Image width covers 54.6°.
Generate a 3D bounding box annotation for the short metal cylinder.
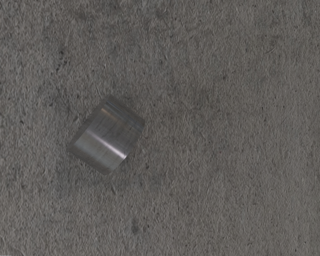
[{"bbox_3d":[-0.062,0.007,0.357,0.050,0.080,0.080,38,78,-16],"label":"short metal cylinder"}]
